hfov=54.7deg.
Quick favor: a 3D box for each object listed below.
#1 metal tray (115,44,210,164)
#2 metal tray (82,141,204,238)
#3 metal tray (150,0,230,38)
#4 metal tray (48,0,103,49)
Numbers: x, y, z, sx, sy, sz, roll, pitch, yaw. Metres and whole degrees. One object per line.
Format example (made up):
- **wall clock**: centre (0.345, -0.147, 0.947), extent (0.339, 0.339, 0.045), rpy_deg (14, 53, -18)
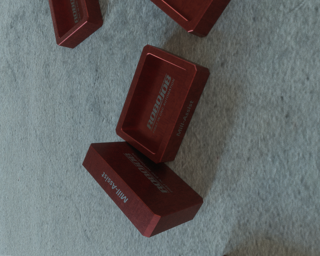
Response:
- **metal tray**: centre (-0.001, -0.031, 0.400), extent (0.090, 0.030, 0.129), rpy_deg (33, 110, 35)
- **metal tray**: centre (-0.022, 0.065, 0.378), extent (0.130, 0.091, 0.030), rpy_deg (40, 114, 32)
- **metal tray**: centre (0.030, -0.183, 0.375), extent (0.130, 0.030, 0.089), rpy_deg (49, 119, 28)
- **metal tray**: centre (-0.146, -0.212, 0.519), extent (0.090, 0.030, 0.129), rpy_deg (-22, 76, 37)
